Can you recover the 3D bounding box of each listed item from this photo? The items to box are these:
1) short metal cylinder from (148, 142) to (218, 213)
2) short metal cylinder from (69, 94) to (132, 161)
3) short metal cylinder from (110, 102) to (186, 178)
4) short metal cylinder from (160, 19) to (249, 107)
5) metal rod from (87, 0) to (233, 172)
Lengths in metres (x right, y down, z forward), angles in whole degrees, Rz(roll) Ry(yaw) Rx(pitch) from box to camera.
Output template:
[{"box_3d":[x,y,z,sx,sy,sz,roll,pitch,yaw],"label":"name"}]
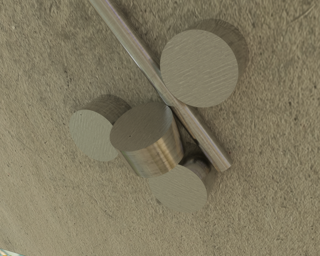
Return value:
[{"box_3d":[0.032,0.066,0.415,0.080,0.050,0.079,13,124,21],"label":"short metal cylinder"},{"box_3d":[-0.077,-0.001,0.431,0.080,0.050,0.079,13,124,21],"label":"short metal cylinder"},{"box_3d":[-0.014,0.014,0.380,0.080,0.080,0.050,-1,136,29],"label":"short metal cylinder"},{"box_3d":[0.047,-0.068,0.324,0.080,0.050,0.079,13,124,21],"label":"short metal cylinder"},{"box_3d":[-0.008,-0.069,0.368,0.025,0.025,0.300,-30,102,38],"label":"metal rod"}]
